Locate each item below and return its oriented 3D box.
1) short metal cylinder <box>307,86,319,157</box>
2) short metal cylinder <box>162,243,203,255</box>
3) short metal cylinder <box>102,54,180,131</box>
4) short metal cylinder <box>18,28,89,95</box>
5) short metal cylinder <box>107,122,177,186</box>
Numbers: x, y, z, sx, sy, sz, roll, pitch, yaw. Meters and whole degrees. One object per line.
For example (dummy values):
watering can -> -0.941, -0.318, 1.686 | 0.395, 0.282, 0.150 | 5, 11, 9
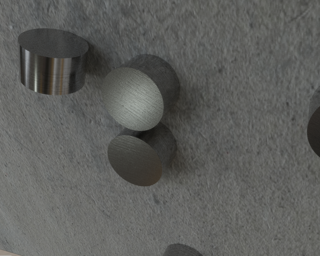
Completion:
short metal cylinder -> 0.183, -0.007, 0.290 | 0.080, 0.050, 0.079 | 13, 124, 20
short metal cylinder -> 0.036, 0.243, 0.521 | 0.080, 0.050, 0.079 | 13, 124, 20
short metal cylinder -> -0.022, -0.043, 0.374 | 0.080, 0.050, 0.079 | 13, 124, 20
short metal cylinder -> -0.133, -0.084, 0.387 | 0.080, 0.080, 0.050 | 26, 127, 12
short metal cylinder -> -0.023, 0.032, 0.421 | 0.080, 0.050, 0.079 | 13, 124, 20
